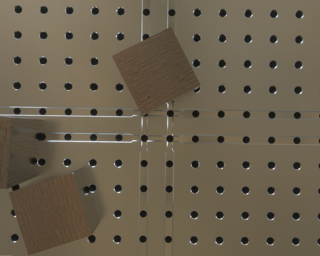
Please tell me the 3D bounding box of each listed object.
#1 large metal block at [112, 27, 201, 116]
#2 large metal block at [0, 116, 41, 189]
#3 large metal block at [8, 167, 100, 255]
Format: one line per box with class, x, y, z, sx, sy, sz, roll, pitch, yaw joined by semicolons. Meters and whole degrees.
large metal block;-0.004;-0.070;0.401;0.080;0.050;0.080;-27;90;0
large metal block;-0.192;0.026;0.385;0.050;0.080;0.080;6;90;0
large metal block;-0.133;0.104;0.400;0.080;0.050;0.080;-18;90;0
